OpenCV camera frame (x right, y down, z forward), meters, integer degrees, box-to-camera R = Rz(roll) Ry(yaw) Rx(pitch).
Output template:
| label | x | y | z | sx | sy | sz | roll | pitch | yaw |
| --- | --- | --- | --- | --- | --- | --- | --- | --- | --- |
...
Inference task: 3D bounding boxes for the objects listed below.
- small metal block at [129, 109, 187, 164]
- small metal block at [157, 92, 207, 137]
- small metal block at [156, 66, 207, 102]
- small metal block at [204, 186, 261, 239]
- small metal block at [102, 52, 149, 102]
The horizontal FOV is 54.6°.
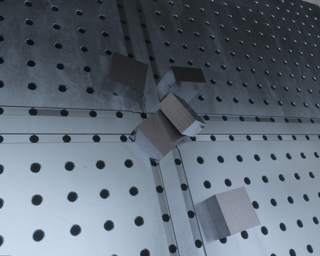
| label | x | y | z | sx | sy | sz | roll | pitch | yaw |
| --- | --- | --- | --- | --- | --- | --- | --- | --- | --- |
| small metal block | -0.002 | 0.010 | 0.401 | 0.050 | 0.025 | 0.050 | 47 | 51 | 4 |
| small metal block | 0.030 | -0.017 | 0.413 | 0.050 | 0.025 | 0.050 | 51 | 14 | 20 |
| small metal block | 0.030 | -0.062 | 0.445 | 0.050 | 0.050 | 0.025 | -1 | 63 | -29 |
| small metal block | 0.091 | 0.106 | 0.392 | 0.050 | 0.025 | 0.050 | -6 | 65 | -31 |
| small metal block | -0.047 | -0.070 | 0.425 | 0.050 | 0.025 | 0.050 | 18 | 55 | -18 |
